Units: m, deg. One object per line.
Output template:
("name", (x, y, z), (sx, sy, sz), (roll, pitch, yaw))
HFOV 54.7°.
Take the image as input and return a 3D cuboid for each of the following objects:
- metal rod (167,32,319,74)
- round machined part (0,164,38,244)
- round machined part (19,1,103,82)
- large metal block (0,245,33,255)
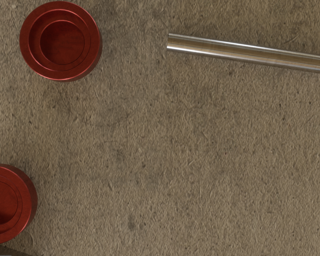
("metal rod", (0.160, -0.093, 0.412), (0.302, 0.025, 0.025), (8, 90, -1))
("round machined part", (-0.207, 0.094, 0.399), (0.099, 0.042, 0.097), (0, 90, -1))
("round machined part", (-0.123, -0.108, 0.400), (0.099, 0.042, 0.097), (0, 90, -1))
("large metal block", (-0.208, 0.188, 0.380), (0.080, 0.080, 0.050), (19, 90, -1))
